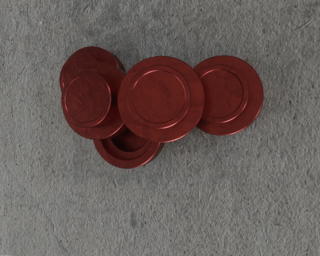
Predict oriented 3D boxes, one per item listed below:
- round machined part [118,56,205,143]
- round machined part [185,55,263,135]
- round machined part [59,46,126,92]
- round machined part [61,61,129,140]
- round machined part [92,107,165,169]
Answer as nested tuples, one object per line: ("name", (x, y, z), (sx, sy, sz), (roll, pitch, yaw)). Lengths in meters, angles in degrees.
("round machined part", (0.001, -0.033, 0.345), (0.099, 0.042, 0.097), (0, 89, 6))
("round machined part", (0.073, -0.040, 0.374), (0.098, 0.042, 0.097), (0, 90, 19))
("round machined part", (-0.100, -0.066, 0.434), (0.098, 0.042, 0.097), (0, 90, 19))
("round machined part", (-0.081, -0.034, 0.384), (0.098, 0.042, 0.097), (0, 90, 19))
("round machined part", (-0.037, 0.003, 0.413), (0.098, 0.042, 0.097), (0, 90, 19))
